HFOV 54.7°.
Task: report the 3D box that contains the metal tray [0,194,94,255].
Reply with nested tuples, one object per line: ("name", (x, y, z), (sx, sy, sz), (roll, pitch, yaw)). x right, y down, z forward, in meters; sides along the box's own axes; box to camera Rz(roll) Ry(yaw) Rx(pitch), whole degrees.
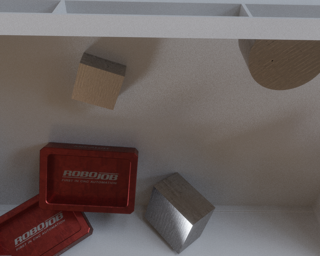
("metal tray", (-0.178, 0.151, 0.456), (0.131, 0.090, 0.030), (-31, 161, -14))

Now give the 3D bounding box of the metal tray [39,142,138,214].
("metal tray", (-0.099, 0.071, 0.437), (0.131, 0.030, 0.089), (4, 100, -4))

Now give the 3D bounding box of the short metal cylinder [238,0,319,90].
("short metal cylinder", (0.127, -0.086, 0.321), (0.081, 0.050, 0.079), (0, 130, 0))

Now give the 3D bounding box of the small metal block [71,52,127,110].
("small metal block", (-0.071, -0.054, 0.362), (0.050, 0.025, 0.050), (15, 128, -14))

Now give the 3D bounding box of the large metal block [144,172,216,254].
("large metal block", (0.028, 0.130, 0.476), (0.050, 0.080, 0.079), (-24, 143, -38))
